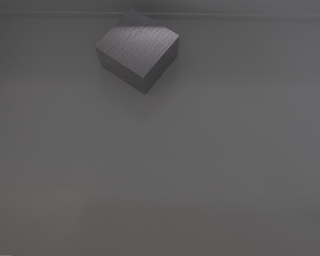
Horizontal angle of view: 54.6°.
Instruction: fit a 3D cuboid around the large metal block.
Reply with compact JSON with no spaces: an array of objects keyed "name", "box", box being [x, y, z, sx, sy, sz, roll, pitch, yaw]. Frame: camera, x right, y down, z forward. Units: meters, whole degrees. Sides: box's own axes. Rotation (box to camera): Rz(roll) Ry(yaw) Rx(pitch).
[{"name":"large metal block","box":[-0.030,-0.107,0.436,0.080,0.050,0.080,34,74,11]}]
